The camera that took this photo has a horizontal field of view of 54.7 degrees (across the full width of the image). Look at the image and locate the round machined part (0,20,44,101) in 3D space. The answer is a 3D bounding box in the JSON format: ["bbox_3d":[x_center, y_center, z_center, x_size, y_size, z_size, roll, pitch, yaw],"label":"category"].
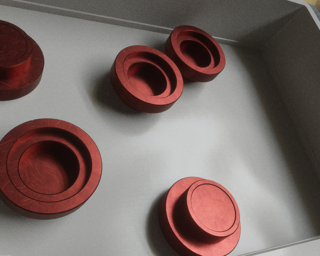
[{"bbox_3d":[-0.182,-0.082,0.347,0.099,0.042,0.098,14,56,-21],"label":"round machined part"}]

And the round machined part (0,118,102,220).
[{"bbox_3d":[-0.112,0.042,0.309,0.099,0.042,0.098,14,56,-21],"label":"round machined part"}]

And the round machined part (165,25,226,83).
[{"bbox_3d":[0.051,-0.112,0.493,0.099,0.042,0.098,14,56,-21],"label":"round machined part"}]

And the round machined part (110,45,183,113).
[{"bbox_3d":[-0.021,-0.061,0.422,0.099,0.042,0.098,14,56,-21],"label":"round machined part"}]

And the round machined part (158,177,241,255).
[{"bbox_3d":[0.051,0.099,0.355,0.099,0.042,0.098,16,47,-17],"label":"round machined part"}]
